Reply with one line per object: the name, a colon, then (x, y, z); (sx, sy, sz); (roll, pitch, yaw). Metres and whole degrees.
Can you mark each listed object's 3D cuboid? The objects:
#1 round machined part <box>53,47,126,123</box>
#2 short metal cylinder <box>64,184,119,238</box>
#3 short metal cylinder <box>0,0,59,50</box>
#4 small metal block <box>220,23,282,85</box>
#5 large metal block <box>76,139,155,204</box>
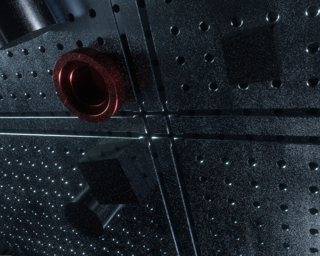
round machined part: (-0.088, -0.059, 0.410); (0.098, 0.042, 0.097); (13, 124, 21)
short metal cylinder: (-0.120, 0.146, 0.549); (0.080, 0.050, 0.079); (13, 124, 21)
short metal cylinder: (-0.175, -0.137, 0.383); (0.080, 0.080, 0.050); (-13, 112, 33)
small metal block: (0.094, -0.074, 0.316); (0.050, 0.025, 0.050); (-3, 117, 29)
large metal block: (-0.066, 0.069, 0.472); (0.080, 0.050, 0.080); (-9, 114, 32)
